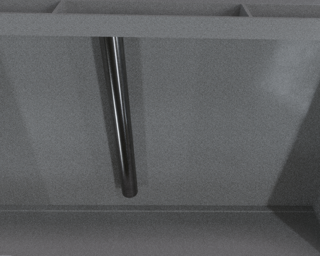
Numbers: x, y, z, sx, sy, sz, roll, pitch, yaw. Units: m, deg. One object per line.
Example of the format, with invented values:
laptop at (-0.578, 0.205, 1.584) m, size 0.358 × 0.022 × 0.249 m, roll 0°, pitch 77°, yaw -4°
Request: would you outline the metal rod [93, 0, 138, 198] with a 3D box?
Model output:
metal rod at (-0.050, -0.012, 0.398) m, size 0.025 × 0.025 × 0.298 m, roll -1°, pitch 130°, yaw 0°
